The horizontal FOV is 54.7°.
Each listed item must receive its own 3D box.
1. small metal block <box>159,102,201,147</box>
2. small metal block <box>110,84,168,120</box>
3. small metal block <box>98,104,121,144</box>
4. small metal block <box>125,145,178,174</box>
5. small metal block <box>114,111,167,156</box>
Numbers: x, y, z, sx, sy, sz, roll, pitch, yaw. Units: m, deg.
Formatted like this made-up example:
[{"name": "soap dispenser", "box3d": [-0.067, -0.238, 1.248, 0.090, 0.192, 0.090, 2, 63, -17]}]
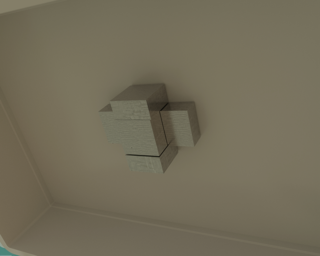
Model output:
[{"name": "small metal block", "box3d": [0.020, -0.005, 0.393, 0.050, 0.025, 0.050, 1, 119, 27]}, {"name": "small metal block", "box3d": [-0.025, -0.033, 0.382, 0.050, 0.050, 0.025, 1, 119, 27]}, {"name": "small metal block", "box3d": [-0.051, -0.006, 0.429, 0.050, 0.025, 0.050, 1, 119, 28]}, {"name": "small metal block", "box3d": [-0.010, 0.035, 0.415, 0.050, 0.050, 0.025, 1, 119, 27]}, {"name": "small metal block", "box3d": [-0.023, 0.006, 0.389, 0.050, 0.025, 0.050, 1, 119, 27]}]
